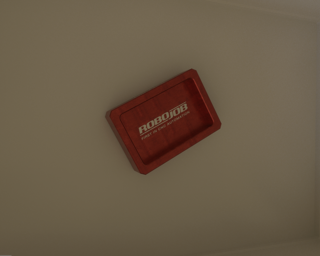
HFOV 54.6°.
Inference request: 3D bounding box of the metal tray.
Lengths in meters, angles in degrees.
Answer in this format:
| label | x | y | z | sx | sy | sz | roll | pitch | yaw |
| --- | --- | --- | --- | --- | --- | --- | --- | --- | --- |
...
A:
| label | x | y | z | sx | sy | sz | roll | pitch | yaw |
| --- | --- | --- | --- | --- | --- | --- | --- | --- | --- |
| metal tray | 0.007 | -0.010 | 0.407 | 0.131 | 0.030 | 0.090 | -30 | 100 | -18 |
